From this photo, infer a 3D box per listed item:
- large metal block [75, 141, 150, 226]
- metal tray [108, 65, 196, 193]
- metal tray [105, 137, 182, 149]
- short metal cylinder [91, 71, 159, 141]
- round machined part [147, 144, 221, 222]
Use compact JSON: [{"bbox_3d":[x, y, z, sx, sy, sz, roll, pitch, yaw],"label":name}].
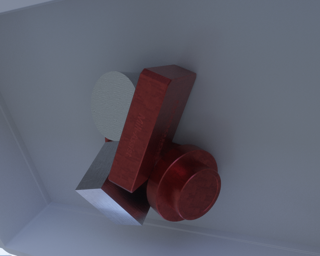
[{"bbox_3d":[-0.049,0.071,0.410,0.050,0.080,0.080,-13,128,39],"label":"large metal block"},{"bbox_3d":[-0.007,-0.003,0.345,0.030,0.090,0.129,26,112,16],"label":"metal tray"},{"bbox_3d":[-0.014,0.057,0.443,0.130,0.030,0.089,16,125,18],"label":"metal tray"},{"bbox_3d":[-0.037,-0.027,0.373,0.080,0.050,0.079,5,99,38],"label":"short metal cylinder"},{"bbox_3d":[0.036,0.073,0.380,0.042,0.099,0.097,29,136,49],"label":"round machined part"}]
